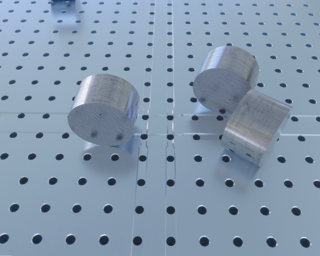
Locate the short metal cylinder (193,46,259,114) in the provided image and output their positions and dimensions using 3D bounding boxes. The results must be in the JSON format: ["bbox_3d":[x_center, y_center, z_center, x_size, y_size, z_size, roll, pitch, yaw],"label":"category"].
[{"bbox_3d":[0.091,-0.065,0.427,0.080,0.080,0.050,16,52,13],"label":"short metal cylinder"}]

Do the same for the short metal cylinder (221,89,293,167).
[{"bbox_3d":[0.116,0.000,0.373,0.050,0.080,0.080,30,56,23],"label":"short metal cylinder"}]

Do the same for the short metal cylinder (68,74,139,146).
[{"bbox_3d":[-0.069,-0.021,0.389,0.080,0.080,0.050,4,50,3],"label":"short metal cylinder"}]
